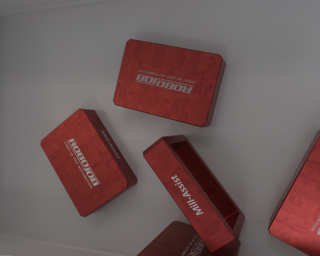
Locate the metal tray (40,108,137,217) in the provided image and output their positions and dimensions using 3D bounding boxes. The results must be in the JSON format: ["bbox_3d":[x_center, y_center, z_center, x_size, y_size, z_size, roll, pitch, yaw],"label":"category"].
[{"bbox_3d":[-0.104,0.048,0.444,0.090,0.030,0.130,-37,79,16],"label":"metal tray"}]

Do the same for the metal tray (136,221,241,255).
[{"bbox_3d":[0.035,0.147,0.342,0.090,0.130,0.030,12,94,19],"label":"metal tray"}]

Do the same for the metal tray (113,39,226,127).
[{"bbox_3d":[0.010,-0.059,0.404,0.130,0.030,0.089,15,95,19],"label":"metal tray"}]

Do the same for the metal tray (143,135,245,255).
[{"bbox_3d":[0.043,0.069,0.360,0.030,0.090,0.130,-40,78,16],"label":"metal tray"}]

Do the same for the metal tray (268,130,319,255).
[{"bbox_3d":[0.186,0.077,0.331,0.090,0.030,0.129,26,108,18],"label":"metal tray"}]
